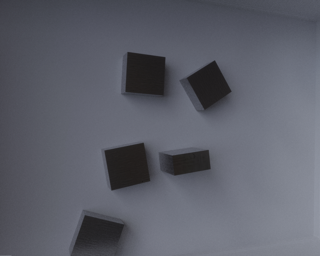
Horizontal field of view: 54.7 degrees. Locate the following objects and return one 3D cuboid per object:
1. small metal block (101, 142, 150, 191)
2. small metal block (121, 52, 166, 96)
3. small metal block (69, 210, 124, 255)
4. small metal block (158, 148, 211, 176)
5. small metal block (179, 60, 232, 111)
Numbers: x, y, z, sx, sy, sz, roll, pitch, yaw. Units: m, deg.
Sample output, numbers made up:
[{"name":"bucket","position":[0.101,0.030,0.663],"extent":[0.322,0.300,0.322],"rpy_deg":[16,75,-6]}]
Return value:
[{"name":"small metal block","position":[-0.044,0.047,0.394],"extent":[0.050,0.025,0.050],"rpy_deg":[-11,94,-20]},{"name":"small metal block","position":[-0.022,-0.068,0.402],"extent":[0.050,0.025,0.050],"rpy_deg":[3,89,-20]},{"name":"small metal block","position":[-0.078,0.134,0.382],"extent":[0.050,0.025,0.050],"rpy_deg":[20,83,-19]},{"name":"small metal block","position":[0.031,0.043,0.409],"extent":[0.050,0.050,0.025],"rpy_deg":[-7,93,-20]},{"name":"small metal block","position":[0.064,-0.059,0.434],"extent":[0.050,0.025,0.050],"rpy_deg":[-34,101,-17]}]
